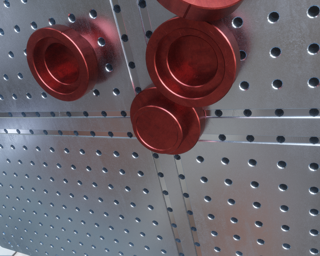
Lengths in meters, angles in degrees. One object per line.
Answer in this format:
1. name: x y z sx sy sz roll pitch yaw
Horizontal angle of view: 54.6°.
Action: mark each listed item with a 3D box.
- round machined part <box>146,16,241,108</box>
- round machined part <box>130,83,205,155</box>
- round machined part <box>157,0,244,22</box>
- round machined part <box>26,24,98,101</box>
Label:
1. round machined part: 0.038 -0.074 0.334 0.098 0.042 0.097 14 125 20
2. round machined part: 0.004 -0.006 0.395 0.098 0.042 0.097 13 124 21
3. round machined part: 0.032 -0.138 0.274 0.098 0.098 0.042 42 165 -1
4. round machined part: -0.123 -0.088 0.412 0.098 0.042 0.097 13 124 21
